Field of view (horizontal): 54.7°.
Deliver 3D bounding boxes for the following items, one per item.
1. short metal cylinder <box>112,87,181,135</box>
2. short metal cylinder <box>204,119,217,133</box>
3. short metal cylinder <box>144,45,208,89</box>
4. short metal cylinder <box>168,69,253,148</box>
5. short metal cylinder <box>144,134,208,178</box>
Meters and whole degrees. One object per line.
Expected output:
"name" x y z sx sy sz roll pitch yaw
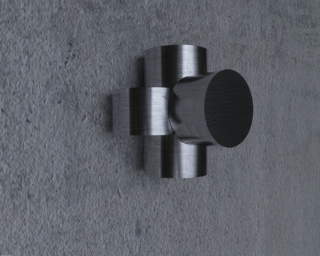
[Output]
"short metal cylinder" -0.015 -0.018 0.360 0.081 0.080 0.050 -2 91 -40
"short metal cylinder" 0.047 -0.019 0.412 0.081 0.080 0.050 -1 91 -40
"short metal cylinder" 0.020 -0.070 0.389 0.081 0.080 0.050 -2 92 -40
"short metal cylinder" 0.056 -0.020 0.334 0.081 0.050 0.079 0 90 -40
"short metal cylinder" 0.020 0.032 0.389 0.081 0.080 0.050 0 91 -40
